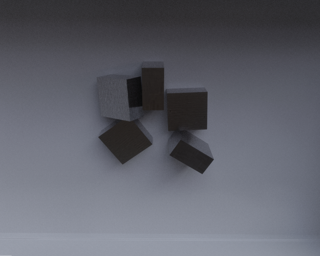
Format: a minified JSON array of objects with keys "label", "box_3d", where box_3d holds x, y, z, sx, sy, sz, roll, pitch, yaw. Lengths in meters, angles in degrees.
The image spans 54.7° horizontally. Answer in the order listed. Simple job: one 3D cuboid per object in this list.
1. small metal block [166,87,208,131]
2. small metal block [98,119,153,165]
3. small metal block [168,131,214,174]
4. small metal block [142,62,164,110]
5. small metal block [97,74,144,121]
[{"label":"small metal block","box_3d":[0.035,-0.025,0.403,0.050,0.025,0.050,-2,110,0]},{"label":"small metal block","box_3d":[-0.045,0.012,0.415,0.050,0.025,0.050,-35,107,11]},{"label":"small metal block","box_3d":[0.040,0.028,0.409,0.050,0.050,0.025,31,107,-11]},{"label":"small metal block","box_3d":[-0.008,-0.053,0.378,0.025,0.050,0.050,0,110,0]},{"label":"small metal block","box_3d":[-0.049,-0.038,0.382,0.050,0.025,0.050,11,113,36]}]
